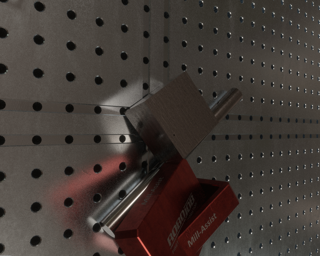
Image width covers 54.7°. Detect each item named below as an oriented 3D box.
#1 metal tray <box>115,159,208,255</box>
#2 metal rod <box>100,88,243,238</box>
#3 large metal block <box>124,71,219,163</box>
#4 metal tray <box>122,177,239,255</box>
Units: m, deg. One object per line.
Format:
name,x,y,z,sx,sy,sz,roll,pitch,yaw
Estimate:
metal tray,0.014,0.105,0.347,0.090,0.030,0.131,61,35,-14
metal rod,0.033,0.031,0.438,0.301,0.025,0.025,-43,116,-32
large metal block,0.016,-0.014,0.396,0.080,0.050,0.080,-41,102,-35
metal tray,0.023,0.114,0.377,0.131,0.090,0.030,-38,106,-29
